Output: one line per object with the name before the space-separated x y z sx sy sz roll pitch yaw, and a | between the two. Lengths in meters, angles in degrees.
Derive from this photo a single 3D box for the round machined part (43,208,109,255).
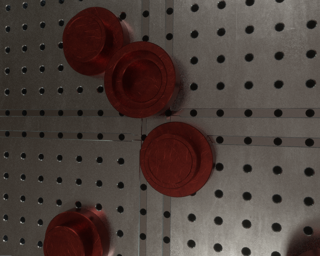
round machined part | -0.127 0.169 0.447 0.098 0.042 0.097 0 90 19

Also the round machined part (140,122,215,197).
round machined part | 0.019 0.040 0.396 0.098 0.042 0.097 0 90 19

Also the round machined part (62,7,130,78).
round machined part | -0.096 -0.122 0.436 0.098 0.042 0.097 0 90 19

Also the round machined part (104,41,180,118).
round machined part | -0.020 -0.061 0.410 0.098 0.042 0.097 0 90 19

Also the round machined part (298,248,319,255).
round machined part | 0.186 0.180 0.338 0.098 0.042 0.097 0 90 19
